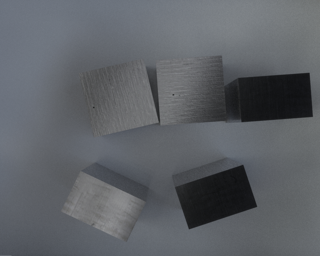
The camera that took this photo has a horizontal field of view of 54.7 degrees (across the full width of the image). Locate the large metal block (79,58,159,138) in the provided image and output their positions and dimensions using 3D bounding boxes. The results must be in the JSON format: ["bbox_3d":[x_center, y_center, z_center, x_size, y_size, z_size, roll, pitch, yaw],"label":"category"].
[{"bbox_3d":[-0.050,-0.036,0.398,0.080,0.050,0.080,-13,90,-1],"label":"large metal block"}]

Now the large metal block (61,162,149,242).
[{"bbox_3d":[-0.063,0.087,0.383,0.080,0.080,0.050,26,90,-1],"label":"large metal block"}]

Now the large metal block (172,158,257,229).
[{"bbox_3d":[0.062,0.077,0.385,0.080,0.080,0.050,-18,90,0],"label":"large metal block"}]

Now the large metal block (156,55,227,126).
[{"bbox_3d":[0.038,-0.046,0.399,0.081,0.050,0.079,-4,90,-1],"label":"large metal block"}]

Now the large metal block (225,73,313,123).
[{"bbox_3d":[0.129,-0.034,0.386,0.081,0.080,0.050,-4,90,-1],"label":"large metal block"}]
